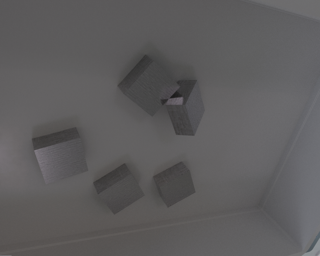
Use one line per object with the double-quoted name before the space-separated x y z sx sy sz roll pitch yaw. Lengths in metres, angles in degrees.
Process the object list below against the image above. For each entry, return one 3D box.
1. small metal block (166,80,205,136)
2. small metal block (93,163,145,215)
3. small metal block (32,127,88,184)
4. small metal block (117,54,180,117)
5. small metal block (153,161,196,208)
"small metal block" 0.034 -0.026 0.393 0.050 0.025 0.050 -62 144 -40
"small metal block" -0.056 0.085 0.430 0.050 0.025 0.050 -31 129 -8
"small metal block" -0.117 0.032 0.365 0.050 0.025 0.050 -17 125 -19
"small metal block" -0.013 -0.050 0.370 0.050 0.025 0.050 -47 128 5
"small metal block" 0.023 0.087 0.474 0.050 0.025 0.050 -27 128 -12
